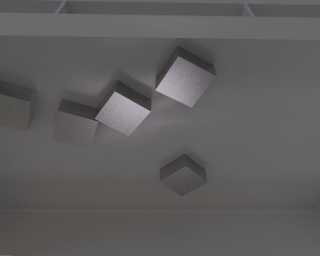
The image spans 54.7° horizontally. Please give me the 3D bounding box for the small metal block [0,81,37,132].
[{"bbox_3d":[-0.185,-0.027,0.384,0.050,0.025,0.050,15,129,-12],"label":"small metal block"}]

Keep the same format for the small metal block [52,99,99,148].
[{"bbox_3d":[-0.109,-0.005,0.404,0.050,0.025,0.050,15,129,-13],"label":"small metal block"}]

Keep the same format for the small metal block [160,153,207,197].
[{"bbox_3d":[0.035,0.072,0.471,0.050,0.025,0.050,-35,122,25],"label":"small metal block"}]

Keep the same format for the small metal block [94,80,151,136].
[{"bbox_3d":[-0.046,-0.024,0.388,0.050,0.025,0.050,29,124,-23],"label":"small metal block"}]

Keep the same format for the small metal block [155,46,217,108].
[{"bbox_3d":[0.029,-0.058,0.359,0.050,0.025,0.050,24,126,-19],"label":"small metal block"}]
